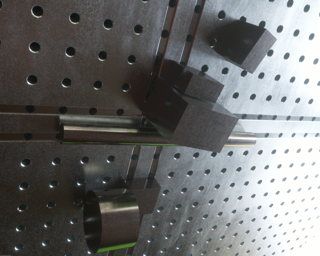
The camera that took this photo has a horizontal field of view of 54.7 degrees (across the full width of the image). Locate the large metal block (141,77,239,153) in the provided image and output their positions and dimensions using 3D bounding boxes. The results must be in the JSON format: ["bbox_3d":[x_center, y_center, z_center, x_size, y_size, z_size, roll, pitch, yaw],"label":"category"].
[{"bbox_3d":[0.035,-0.016,0.387,0.081,0.080,0.050,13,112,-34],"label":"large metal block"}]

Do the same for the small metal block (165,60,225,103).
[{"bbox_3d":[0.042,-0.057,0.384,0.050,0.050,0.025,12,112,-34],"label":"small metal block"}]

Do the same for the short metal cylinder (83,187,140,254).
[{"bbox_3d":[-0.067,0.122,0.416,0.050,0.080,0.079,2,118,-30],"label":"short metal cylinder"}]

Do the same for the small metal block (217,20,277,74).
[{"bbox_3d":[0.109,-0.103,0.393,0.025,0.050,0.050,25,105,-37],"label":"small metal block"}]

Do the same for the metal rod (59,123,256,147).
[{"bbox_3d":[0.018,0.013,0.430,0.303,0.025,0.025,3,117,-30],"label":"metal rod"}]

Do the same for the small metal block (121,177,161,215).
[{"bbox_3d":[-0.032,0.102,0.459,0.050,0.025,0.050,1,118,-30],"label":"small metal block"}]
